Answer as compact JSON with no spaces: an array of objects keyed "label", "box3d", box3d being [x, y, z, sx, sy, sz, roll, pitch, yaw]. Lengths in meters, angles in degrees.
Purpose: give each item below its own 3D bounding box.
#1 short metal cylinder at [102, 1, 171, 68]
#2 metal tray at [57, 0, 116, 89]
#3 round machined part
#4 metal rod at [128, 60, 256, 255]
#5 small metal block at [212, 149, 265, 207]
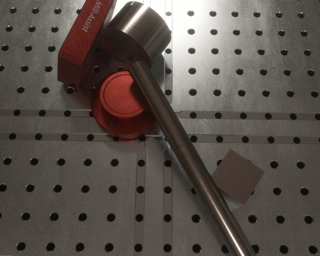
[{"label":"short metal cylinder","box3d":[-0.032,-0.125,0.428,0.080,0.080,0.050,31,73,10]},{"label":"metal tray","box3d":[-0.097,-0.127,0.419,0.030,0.090,0.130,24,71,-12]},{"label":"round machined part","box3d":[-0.044,-0.037,0.416,0.099,0.042,0.098,0,69,-1]},{"label":"metal rod","box3d":[0.043,0.051,0.368,0.025,0.025,0.299,-28,82,-10]},{"label":"small metal block","box3d":[0.094,0.063,0.390,0.050,0.025,0.050,34,73,11]}]
